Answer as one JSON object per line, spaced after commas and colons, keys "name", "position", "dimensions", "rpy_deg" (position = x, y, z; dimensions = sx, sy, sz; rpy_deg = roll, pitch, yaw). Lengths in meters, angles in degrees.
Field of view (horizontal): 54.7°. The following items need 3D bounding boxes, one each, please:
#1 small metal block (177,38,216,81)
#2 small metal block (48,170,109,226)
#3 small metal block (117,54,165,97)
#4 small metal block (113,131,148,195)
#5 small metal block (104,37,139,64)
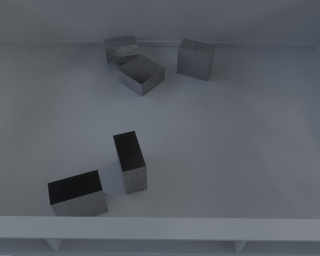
{"name": "small metal block", "position": [0.055, -0.105, 0.478], "dimensions": [0.050, 0.050, 0.025], "rpy_deg": [17, 52, 13]}
{"name": "small metal block", "position": [-0.084, 0.074, 0.326], "dimensions": [0.050, 0.050, 0.025], "rpy_deg": [-14, 52, -12]}
{"name": "small metal block", "position": [-0.028, -0.081, 0.473], "dimensions": [0.050, 0.025, 0.050], "rpy_deg": [35, 58, 25]}
{"name": "small metal block", "position": [-0.034, 0.040, 0.355], "dimensions": [0.025, 0.050, 0.050], "rpy_deg": [-13, 51, -11]}
{"name": "small metal block", "position": [-0.063, -0.127, 0.502], "dimensions": [0.050, 0.025, 0.050], "rpy_deg": [-9, 32, -8]}
